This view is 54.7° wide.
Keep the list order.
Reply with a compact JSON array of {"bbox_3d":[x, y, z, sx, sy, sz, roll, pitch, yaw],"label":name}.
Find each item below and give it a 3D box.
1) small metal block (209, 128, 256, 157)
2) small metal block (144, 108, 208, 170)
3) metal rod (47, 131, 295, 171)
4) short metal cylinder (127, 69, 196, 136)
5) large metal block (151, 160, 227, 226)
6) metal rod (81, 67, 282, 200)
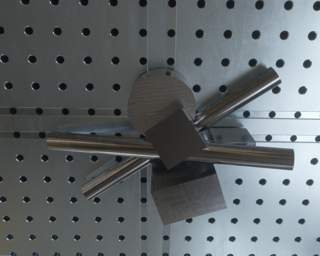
[{"bbox_3d":[0.092,0.020,0.405,0.050,0.050,0.025,1,110,1],"label":"small metal block"},{"bbox_3d":[0.019,0.012,0.352,0.050,0.025,0.050,-34,84,11],"label":"small metal block"},{"bbox_3d":[0.003,0.026,0.382,0.301,0.025,0.025,4,111,12],"label":"metal rod"},{"bbox_3d":[0.002,-0.031,0.385,0.081,0.050,0.079,0,109,0],"label":"short metal cylinder"},{"bbox_3d":[0.035,0.072,0.406,0.080,0.080,0.050,-17,109,6],"label":"large metal block"},{"bbox_3d":[0.020,0.013,0.415,0.300,0.025,0.025,-32,107,11],"label":"metal rod"}]
